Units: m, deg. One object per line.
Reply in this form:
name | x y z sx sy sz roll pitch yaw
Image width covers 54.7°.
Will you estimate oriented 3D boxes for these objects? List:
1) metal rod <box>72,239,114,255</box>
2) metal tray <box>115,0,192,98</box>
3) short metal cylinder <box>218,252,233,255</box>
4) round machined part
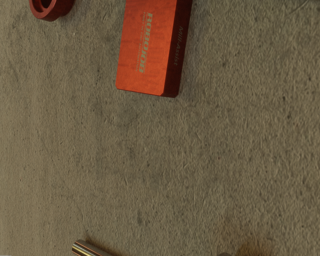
metal rod | -0.021 0.211 0.422 0.300 0.025 0.025 6 94 39
metal tray | -0.011 -0.110 0.411 0.090 0.030 0.129 14 99 39
short metal cylinder | 0.071 0.175 0.310 0.050 0.081 0.079 21 103 38
round machined part | -0.188 -0.238 0.549 0.098 0.042 0.097 0 90 40
